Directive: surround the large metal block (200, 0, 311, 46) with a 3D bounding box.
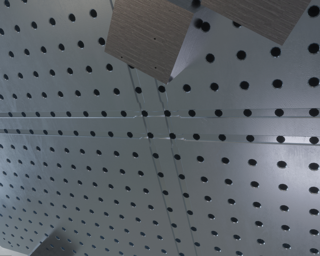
[{"bbox_3d":[0.093,-0.131,0.265,0.080,0.050,0.079,31,128,8],"label":"large metal block"}]

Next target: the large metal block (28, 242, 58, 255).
[{"bbox_3d":[-0.287,0.335,0.755,0.080,0.050,0.080,45,129,-3],"label":"large metal block"}]

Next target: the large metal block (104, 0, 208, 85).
[{"bbox_3d":[-0.005,-0.106,0.332,0.080,0.050,0.079,29,128,9],"label":"large metal block"}]
